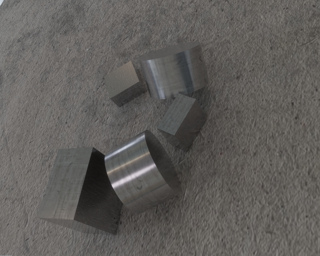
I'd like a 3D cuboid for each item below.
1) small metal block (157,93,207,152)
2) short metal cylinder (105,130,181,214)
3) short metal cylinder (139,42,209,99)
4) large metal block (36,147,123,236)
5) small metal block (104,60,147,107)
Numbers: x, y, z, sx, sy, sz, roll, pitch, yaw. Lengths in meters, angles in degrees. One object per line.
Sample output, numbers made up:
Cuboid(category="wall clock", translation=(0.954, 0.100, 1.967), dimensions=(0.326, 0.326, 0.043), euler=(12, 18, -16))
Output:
Cuboid(category="small metal block", translation=(0.028, -0.006, 0.376), dimensions=(0.025, 0.050, 0.050), euler=(23, 74, 32))
Cuboid(category="short metal cylinder", translation=(-0.018, 0.049, 0.348), dimensions=(0.050, 0.080, 0.080), euler=(-29, 52, 10))
Cuboid(category="short metal cylinder", translation=(0.018, -0.076, 0.401), dimensions=(0.080, 0.050, 0.080), euler=(-14, 21, 6))
Cuboid(category="large metal block", translation=(-0.086, 0.077, 0.367), dimensions=(0.050, 0.080, 0.080), euler=(-5, 60, 26))
Cuboid(category="small metal block", translation=(-0.053, -0.068, 0.473), dimensions=(0.050, 0.025, 0.050), euler=(-29, 52, 9))
